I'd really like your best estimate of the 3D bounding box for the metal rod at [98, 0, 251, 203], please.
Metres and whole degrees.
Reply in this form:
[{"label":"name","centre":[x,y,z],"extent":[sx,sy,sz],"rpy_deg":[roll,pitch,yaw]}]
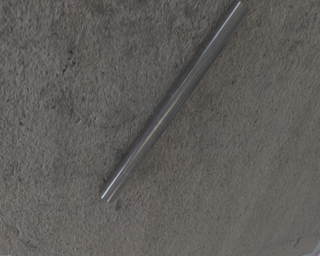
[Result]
[{"label":"metal rod","centre":[0.012,-0.026,0.397],"extent":[0.025,0.025,0.299],"rpy_deg":[27,103,-38]}]
